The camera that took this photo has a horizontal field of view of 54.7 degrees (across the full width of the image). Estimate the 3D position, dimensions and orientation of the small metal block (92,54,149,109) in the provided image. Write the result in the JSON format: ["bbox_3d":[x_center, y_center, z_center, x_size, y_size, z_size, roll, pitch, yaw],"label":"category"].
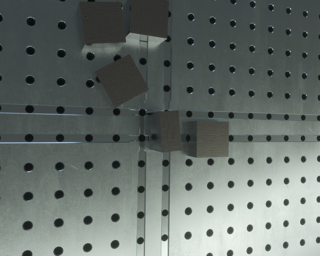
[{"bbox_3d":[-0.051,-0.059,0.395,0.050,0.025,0.050,-32,101,-18],"label":"small metal block"}]

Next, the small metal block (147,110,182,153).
[{"bbox_3d":[0.004,0.004,0.402,0.025,0.050,0.050,-5,92,-20],"label":"small metal block"}]

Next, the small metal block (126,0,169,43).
[{"bbox_3d":[-0.017,-0.143,0.407,0.050,0.025,0.050,3,89,-20],"label":"small metal block"}]

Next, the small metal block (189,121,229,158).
[{"bbox_3d":[0.069,0.016,0.440,0.050,0.025,0.050,0,90,-21],"label":"small metal block"}]

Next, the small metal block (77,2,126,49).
[{"bbox_3d":[-0.073,-0.128,0.386,0.050,0.025,0.050,-8,93,-20],"label":"small metal block"}]
